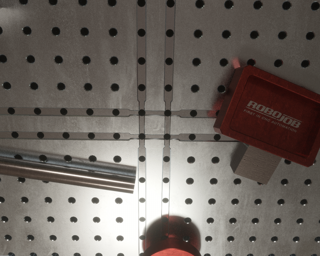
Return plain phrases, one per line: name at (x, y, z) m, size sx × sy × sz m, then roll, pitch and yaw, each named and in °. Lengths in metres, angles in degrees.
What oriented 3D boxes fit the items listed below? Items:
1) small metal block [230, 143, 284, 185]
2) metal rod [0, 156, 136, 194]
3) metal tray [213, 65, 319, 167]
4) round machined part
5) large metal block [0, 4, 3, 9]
small metal block at (0.134, 0.045, 0.432) m, size 0.050 × 0.025 × 0.050 m, roll 20°, pitch 109°, yaw -8°
metal rod at (-0.185, 0.057, 0.431) m, size 0.302 × 0.025 × 0.025 m, roll 9°, pitch 110°, yaw -4°
metal tray at (0.145, -0.014, 0.394) m, size 0.131 × 0.030 × 0.090 m, roll 21°, pitch 92°, yaw -8°
round machined part at (0.018, 0.213, 0.483) m, size 0.099 × 0.042 × 0.097 m, roll 0°, pitch 110°, yaw -1°
large metal block at (-0.230, -0.152, 0.325) m, size 0.050 × 0.080 × 0.080 m, roll -27°, pitch 108°, yaw 9°
